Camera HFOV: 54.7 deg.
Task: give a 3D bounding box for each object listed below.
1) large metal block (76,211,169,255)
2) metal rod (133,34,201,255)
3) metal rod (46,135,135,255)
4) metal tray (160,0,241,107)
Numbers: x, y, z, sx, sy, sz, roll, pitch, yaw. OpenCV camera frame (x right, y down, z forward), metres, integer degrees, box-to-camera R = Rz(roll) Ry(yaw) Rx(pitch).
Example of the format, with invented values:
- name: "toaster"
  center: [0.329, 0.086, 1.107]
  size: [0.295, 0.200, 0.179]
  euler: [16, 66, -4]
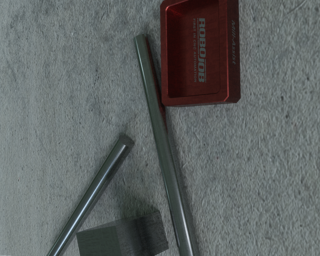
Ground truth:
- name: "large metal block"
  center: [-0.049, 0.149, 0.407]
  size: [0.080, 0.081, 0.050]
  euler: [-23, 76, 37]
- name: "metal rod"
  center: [0.007, 0.021, 0.397]
  size: [0.025, 0.025, 0.299]
  euler: [-20, 77, 38]
- name: "metal rod"
  center: [-0.123, 0.131, 0.503]
  size: [0.025, 0.025, 0.298]
  euler: [48, 118, 29]
- name: "metal tray"
  center: [0.045, -0.092, 0.362]
  size: [0.090, 0.030, 0.129]
  euler: [-2, 89, 39]
